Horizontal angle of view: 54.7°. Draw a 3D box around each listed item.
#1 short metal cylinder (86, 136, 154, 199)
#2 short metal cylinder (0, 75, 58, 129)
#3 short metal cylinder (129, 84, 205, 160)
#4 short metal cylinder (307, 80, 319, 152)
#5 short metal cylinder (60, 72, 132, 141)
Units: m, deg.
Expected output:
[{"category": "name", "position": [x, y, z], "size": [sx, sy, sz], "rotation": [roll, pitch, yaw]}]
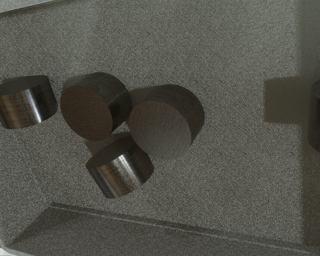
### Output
[{"category": "short metal cylinder", "position": [-0.055, 0.053, 0.433], "size": [0.080, 0.080, 0.050], "rotation": [-17, 110, 34]}, {"category": "short metal cylinder", "position": [-0.197, -0.039, 0.450], "size": [0.080, 0.080, 0.050], "rotation": [3, 120, 26]}, {"category": "short metal cylinder", "position": [0.009, -0.008, 0.382], "size": [0.080, 0.050, 0.079], "rotation": [13, 124, 20]}, {"category": "short metal cylinder", "position": [0.176, -0.011, 0.274], "size": [0.080, 0.080, 0.050], "rotation": [5, 121, 25]}, {"category": "short metal cylinder", "position": [-0.085, -0.029, 0.418], "size": [0.080, 0.050, 0.079], "rotation": [13, 124, 20]}]
